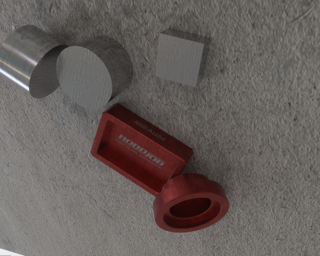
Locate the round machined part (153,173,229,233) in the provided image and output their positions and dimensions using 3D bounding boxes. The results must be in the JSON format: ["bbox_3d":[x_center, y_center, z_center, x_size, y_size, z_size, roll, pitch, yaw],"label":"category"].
[{"bbox_3d":[0.039,0.097,0.416,0.099,0.042,0.097,-7,135,-6],"label":"round machined part"}]

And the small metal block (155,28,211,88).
[{"bbox_3d":[0.025,-0.079,0.345,0.050,0.025,0.050,19,126,17],"label":"small metal block"}]

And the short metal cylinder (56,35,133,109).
[{"bbox_3d":[-0.081,-0.070,0.390,0.080,0.050,0.079,13,124,21],"label":"short metal cylinder"}]

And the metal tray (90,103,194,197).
[{"bbox_3d":[-0.029,0.035,0.440,0.130,0.030,0.089,32,129,7],"label":"metal tray"}]

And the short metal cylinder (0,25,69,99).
[{"bbox_3d":[-0.160,-0.085,0.403,0.050,0.080,0.079,33,129,7],"label":"short metal cylinder"}]
